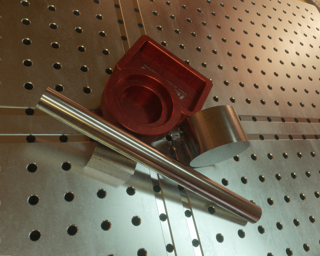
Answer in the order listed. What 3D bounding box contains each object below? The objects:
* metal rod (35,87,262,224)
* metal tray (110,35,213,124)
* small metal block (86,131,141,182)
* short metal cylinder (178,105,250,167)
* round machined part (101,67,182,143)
[{"bbox_3d":[0.004,0.042,0.360,0.301,0.025,0.025,31,51,-20],"label":"metal rod"},{"bbox_3d":[0.006,-0.068,0.450,0.130,0.030,0.090,34,51,-6],"label":"metal tray"},{"bbox_3d":[-0.052,0.028,0.364,0.050,0.025,0.050,25,53,-13],"label":"small metal block"},{"bbox_3d":[0.069,0.012,0.403,0.081,0.080,0.050,-4,64,-30],"label":"short metal cylinder"},{"bbox_3d":[-0.026,-0.025,0.389,0.099,0.042,0.098,12,57,-19],"label":"round machined part"}]
